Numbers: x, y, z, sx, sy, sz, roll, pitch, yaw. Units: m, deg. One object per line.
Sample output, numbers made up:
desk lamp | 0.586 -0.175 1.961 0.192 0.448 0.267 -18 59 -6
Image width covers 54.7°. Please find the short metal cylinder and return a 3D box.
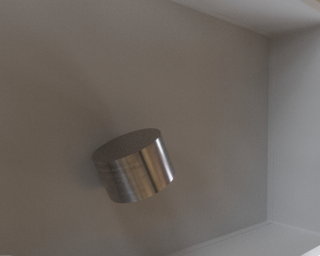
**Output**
short metal cylinder | -0.029 0.040 0.348 0.081 0.080 0.050 -32 110 -36
